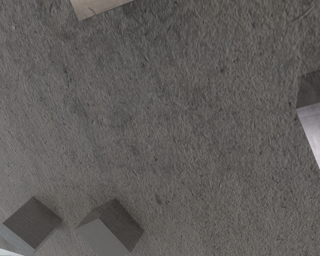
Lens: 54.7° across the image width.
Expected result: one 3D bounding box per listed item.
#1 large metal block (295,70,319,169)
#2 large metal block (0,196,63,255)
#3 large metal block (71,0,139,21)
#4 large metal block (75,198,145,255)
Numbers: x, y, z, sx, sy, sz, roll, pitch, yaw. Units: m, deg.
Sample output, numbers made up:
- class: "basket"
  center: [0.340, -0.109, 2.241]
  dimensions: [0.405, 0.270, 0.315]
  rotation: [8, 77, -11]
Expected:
- class: "large metal block"
  center: [0.165, -0.007, 0.280]
  dimensions: [0.050, 0.080, 0.080]
  rotation: [-17, 109, 35]
- class: "large metal block"
  center: [-0.264, 0.203, 0.636]
  dimensions: [0.080, 0.080, 0.050]
  rotation: [38, 129, 3]
- class: "large metal block"
  center: [-0.035, -0.147, 0.299]
  dimensions: [0.080, 0.080, 0.050]
  rotation: [-6, 115, 31]
- class: "large metal block"
  center: [-0.090, 0.181, 0.550]
  dimensions: [0.080, 0.050, 0.080]
  rotation: [-33, 100, 38]
